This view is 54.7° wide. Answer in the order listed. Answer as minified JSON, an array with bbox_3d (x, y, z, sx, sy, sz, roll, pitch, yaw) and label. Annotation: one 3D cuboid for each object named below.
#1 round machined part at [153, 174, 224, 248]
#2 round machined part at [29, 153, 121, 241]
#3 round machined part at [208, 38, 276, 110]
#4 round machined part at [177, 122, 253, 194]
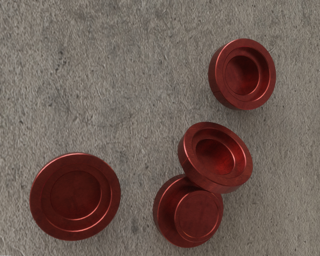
[{"bbox_3d":[0.043,0.113,0.416,0.099,0.042,0.097,0,90,-20],"label":"round machined part"},{"bbox_3d":[-0.099,0.077,0.364,0.099,0.042,0.097,0,90,-20],"label":"round machined part"},{"bbox_3d":[0.111,-0.073,0.441,0.099,0.042,0.097,0,90,-20],"label":"round machined part"},{"bbox_3d":[0.068,0.042,0.408,0.099,0.042,0.098,14,48,-16],"label":"round machined part"}]
